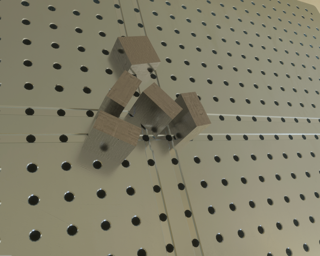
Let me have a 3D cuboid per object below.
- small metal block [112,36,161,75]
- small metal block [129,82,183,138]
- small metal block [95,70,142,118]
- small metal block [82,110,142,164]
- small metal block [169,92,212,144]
[{"bbox_3d":[-0.034,-0.107,0.457,0.050,0.025,0.050,-14,69,-34],"label":"small metal block"},{"bbox_3d":[-0.006,-0.023,0.404,0.050,0.050,0.025,44,51,1],"label":"small metal block"},{"bbox_3d":[-0.052,-0.036,0.387,0.025,0.050,0.050,33,51,-7],"label":"small metal block"},{"bbox_3d":[-0.056,0.012,0.356,0.050,0.050,0.025,25,53,-13],"label":"small metal block"},{"bbox_3d":[0.036,-0.014,0.422,0.025,0.050,0.050,-11,68,-33],"label":"small metal block"}]
